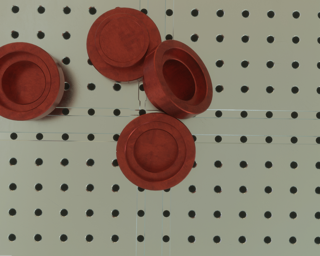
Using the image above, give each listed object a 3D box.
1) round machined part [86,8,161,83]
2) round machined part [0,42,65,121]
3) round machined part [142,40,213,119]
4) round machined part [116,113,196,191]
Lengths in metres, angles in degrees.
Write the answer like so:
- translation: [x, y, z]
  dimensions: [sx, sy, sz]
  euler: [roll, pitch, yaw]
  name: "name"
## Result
- translation: [-0.047, -0.109, 0.404]
  dimensions: [0.099, 0.042, 0.097]
  euler: [0, 90, -1]
  name: "round machined part"
- translation: [-0.173, -0.058, 0.403]
  dimensions: [0.099, 0.042, 0.097]
  euler: [0, 90, -1]
  name: "round machined part"
- translation: [0.018, -0.057, 0.388]
  dimensions: [0.099, 0.042, 0.098]
  euler: [19, 60, -36]
  name: "round machined part"
- translation: [-0.005, 0.028, 0.403]
  dimensions: [0.099, 0.042, 0.097]
  euler: [0, 93, -1]
  name: "round machined part"
